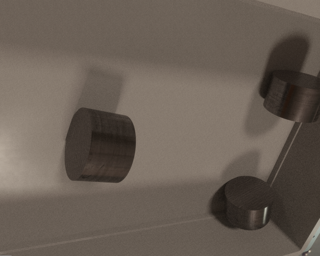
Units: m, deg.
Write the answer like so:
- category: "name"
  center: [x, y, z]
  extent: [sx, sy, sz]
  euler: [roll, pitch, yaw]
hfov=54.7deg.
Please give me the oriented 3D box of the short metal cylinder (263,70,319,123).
- category: "short metal cylinder"
  center: [0.200, -0.048, 0.455]
  extent: [0.081, 0.080, 0.050]
  euler: [-6, 121, -26]

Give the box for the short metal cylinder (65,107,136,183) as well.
- category: "short metal cylinder"
  center: [-0.069, 0.020, 0.349]
  extent: [0.050, 0.080, 0.079]
  euler: [10, 113, -33]

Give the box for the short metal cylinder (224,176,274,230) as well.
- category: "short metal cylinder"
  center: [0.153, 0.129, 0.540]
  extent: [0.081, 0.080, 0.050]
  euler: [-18, 126, -18]
